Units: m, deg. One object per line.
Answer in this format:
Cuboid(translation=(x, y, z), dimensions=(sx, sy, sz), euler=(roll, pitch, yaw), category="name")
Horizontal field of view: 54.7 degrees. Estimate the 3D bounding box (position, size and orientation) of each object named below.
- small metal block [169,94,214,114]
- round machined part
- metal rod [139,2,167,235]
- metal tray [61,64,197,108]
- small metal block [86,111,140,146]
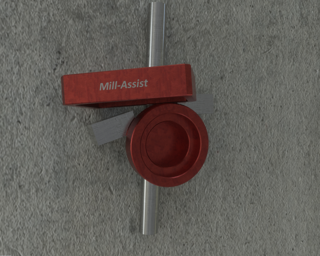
Cuboid(translation=(0.036, -0.030, 0.411), dimensions=(0.050, 0.050, 0.025), euler=(-2, 91, -20), category="small metal block")
Cuboid(translation=(0.006, 0.019, 0.375), dimensions=(0.099, 0.042, 0.097), euler=(-2, 94, -22), category="round machined part")
Cuboid(translation=(-0.009, -0.013, 0.408), dimensions=(0.025, 0.025, 0.298), euler=(2, 89, -20), category="metal rod")
Cuboid(translation=(-0.028, -0.042, 0.341), dimensions=(0.131, 0.090, 0.030), euler=(-4, 90, 9), category="metal tray")
Cuboid(translation=(-0.059, 0.000, 0.376), dimensions=(0.050, 0.050, 0.025), euler=(-20, 97, -19), category="small metal block")
